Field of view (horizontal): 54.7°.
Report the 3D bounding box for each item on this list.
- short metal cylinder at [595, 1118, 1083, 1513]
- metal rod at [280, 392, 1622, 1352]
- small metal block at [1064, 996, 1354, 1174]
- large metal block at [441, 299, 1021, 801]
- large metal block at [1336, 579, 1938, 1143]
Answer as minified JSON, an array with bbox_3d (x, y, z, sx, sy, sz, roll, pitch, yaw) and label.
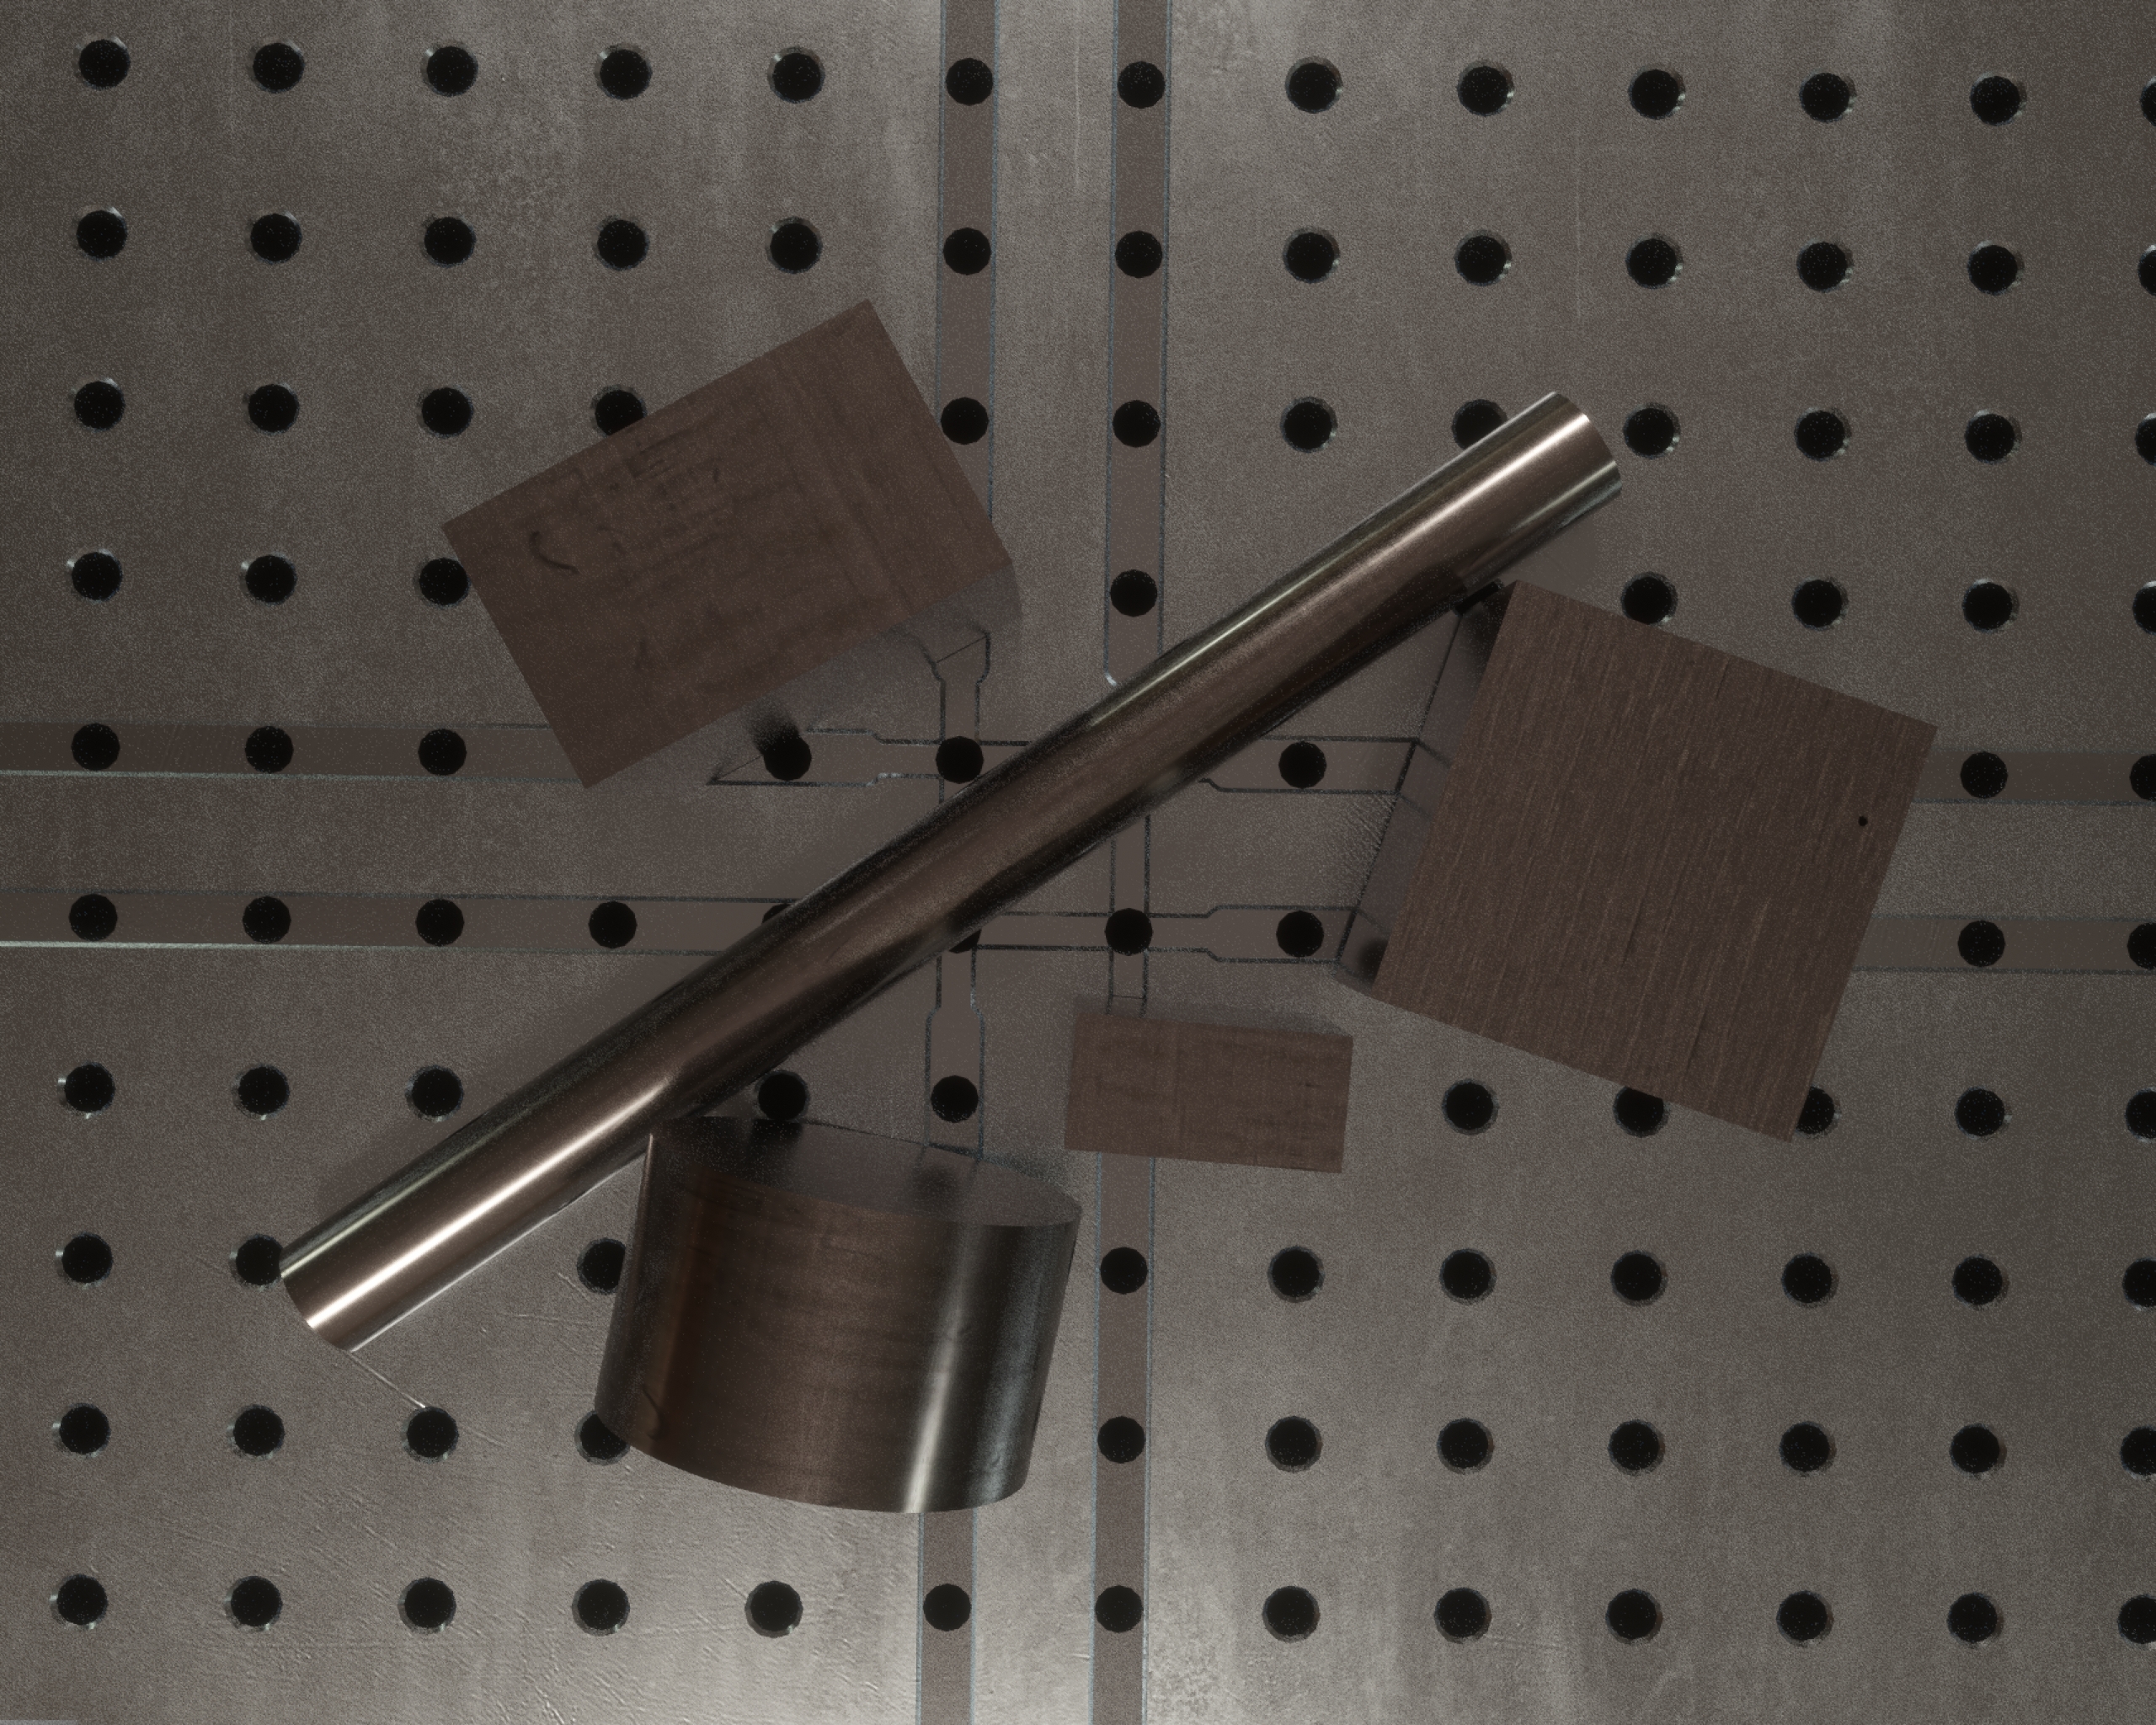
[{"bbox_3d":[-0.044,0.081,0.385,0.080,0.080,0.050,12,90,-1],"label":"short metal cylinder"},{"bbox_3d":[-0.024,0.001,0.412,0.301,0.025,0.025,-34,90,-1],"label":"metal rod"},{"bbox_3d":[0.024,0.041,0.401,0.050,0.050,0.025,5,90,-1],"label":"small metal block"},{"bbox_3d":[-0.058,-0.053,0.386,0.080,0.080,0.050,-28,90,0],"label":"large metal block"},{"bbox_3d":[0.103,0.000,0.400,0.080,0.050,0.080,19,90,-1],"label":"large metal block"}]
